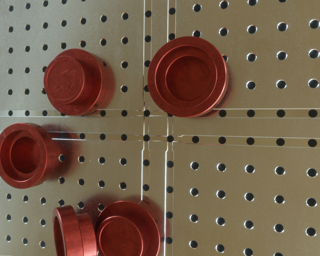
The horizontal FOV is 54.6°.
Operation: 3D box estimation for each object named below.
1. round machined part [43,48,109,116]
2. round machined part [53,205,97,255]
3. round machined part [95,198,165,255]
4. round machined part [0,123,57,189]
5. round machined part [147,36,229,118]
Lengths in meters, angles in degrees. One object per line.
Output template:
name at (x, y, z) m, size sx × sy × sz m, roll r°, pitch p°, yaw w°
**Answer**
round machined part at (-0.127, -0.067, 0.449) m, size 0.098 × 0.042 × 0.097 m, roll 0°, pitch 90°, yaw 20°
round machined part at (-0.117, 0.155, 0.428) m, size 0.098 × 0.042 × 0.097 m, roll 17°, pitch 109°, yaw 60°
round machined part at (-0.047, 0.148, 0.421) m, size 0.098 × 0.042 × 0.097 m, roll 0°, pitch 90°, yaw 20°
round machined part at (-0.199, 0.041, 0.475) m, size 0.098 × 0.042 × 0.097 m, roll 0°, pitch 90°, yaw 20°
round machined part at (0.037, -0.062, 0.391) m, size 0.098 × 0.042 × 0.097 m, roll 0°, pitch 90°, yaw 20°
